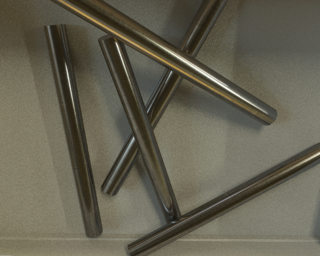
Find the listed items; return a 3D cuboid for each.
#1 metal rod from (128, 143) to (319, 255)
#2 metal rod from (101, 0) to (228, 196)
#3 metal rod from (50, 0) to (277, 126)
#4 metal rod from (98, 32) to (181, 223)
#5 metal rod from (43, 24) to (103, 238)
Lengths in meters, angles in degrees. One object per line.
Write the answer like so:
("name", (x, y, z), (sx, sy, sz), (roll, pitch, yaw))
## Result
("metal rod", (0.093, 0.103, 0.429), (0.301, 0.025, 0.025), (-29, 108, 2))
("metal rod", (-0.001, -0.035, 0.398), (0.025, 0.025, 0.298), (27, 108, -10))
("metal rod", (0.022, -0.072, 0.341), (0.302, 0.025, 0.025), (25, 109, -27))
("metal rod", (-0.014, 0.028, 0.397), (0.025, 0.025, 0.298), (-15, 119, 5))
("metal rod", (-0.112, 0.018, 0.416), (0.025, 0.025, 0.298), (-5, 110, 1))
